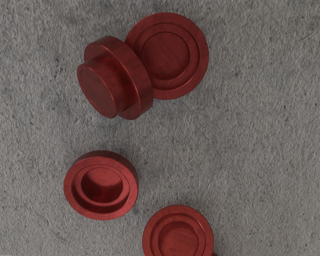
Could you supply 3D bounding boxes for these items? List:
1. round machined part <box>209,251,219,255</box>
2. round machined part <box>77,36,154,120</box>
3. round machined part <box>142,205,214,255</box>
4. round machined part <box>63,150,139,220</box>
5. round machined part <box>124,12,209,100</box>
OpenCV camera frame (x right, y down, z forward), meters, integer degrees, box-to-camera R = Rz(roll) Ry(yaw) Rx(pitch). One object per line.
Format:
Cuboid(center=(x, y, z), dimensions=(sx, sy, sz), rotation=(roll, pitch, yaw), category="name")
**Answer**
Cuboid(center=(0.054, 0.227, 0.485), dimensions=(0.099, 0.042, 0.097), rotation=(0, 110, 0), category="round machined part")
Cuboid(center=(-0.056, -0.049, 0.350), dimensions=(0.042, 0.098, 0.098), rotation=(-37, 111, -28), category="round machined part")
Cuboid(center=(0.027, 0.164, 0.442), dimensions=(0.099, 0.098, 0.042), rotation=(-9, 149, 3), category="round machined part")
Cuboid(center=(-0.078, 0.075, 0.427), dimensions=(0.099, 0.042, 0.097), rotation=(0, 110, 0), category="round machined part")
Cuboid(center=(0.006, -0.086, 0.369), dimensions=(0.099, 0.042, 0.097), rotation=(0, 110, 0), category="round machined part")
